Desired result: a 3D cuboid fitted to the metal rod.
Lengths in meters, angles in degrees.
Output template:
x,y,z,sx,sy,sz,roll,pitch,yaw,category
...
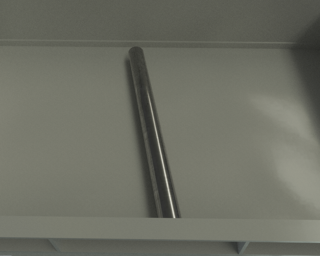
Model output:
x,y,z,sx,sy,sz,roll,pitch,yaw,category
-0.014,-0.010,0.413,0.025,0.025,0.300,-8,50,-6,metal rod
